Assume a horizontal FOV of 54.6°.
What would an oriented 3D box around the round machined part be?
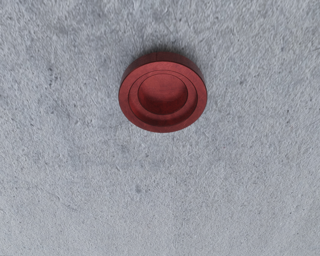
[{"bbox_3d":[0.003,-0.044,0.358,0.099,0.042,0.097,0,130,0],"label":"round machined part"}]
